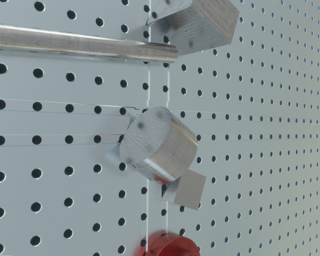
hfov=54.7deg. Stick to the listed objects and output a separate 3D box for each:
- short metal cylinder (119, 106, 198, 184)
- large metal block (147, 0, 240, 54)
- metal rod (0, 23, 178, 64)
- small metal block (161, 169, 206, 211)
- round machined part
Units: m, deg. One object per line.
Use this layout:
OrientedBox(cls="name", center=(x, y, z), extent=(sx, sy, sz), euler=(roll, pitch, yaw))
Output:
OrientedBox(cls="short metal cylinder", center=(-0.002, 0.021, 0.373), extent=(0.050, 0.080, 0.080), euler=(41, 65, -33))
OrientedBox(cls="large metal block", center=(0.045, -0.147, 0.413), extent=(0.080, 0.080, 0.050), euler=(28, 73, -37))
OrientedBox(cls="metal rod", center=(-0.099, -0.089, 0.326), extent=(0.302, 0.025, 0.025), euler=(-6, 94, -40))
OrientedBox(cls="small metal block", center=(0.035, 0.085, 0.441), extent=(0.050, 0.025, 0.050), euler=(27, 73, -37))
OrientedBox(cls="round machined part", center=(0.023, 0.198, 0.420), extent=(0.099, 0.042, 0.097), euler=(0, 91, -40))
